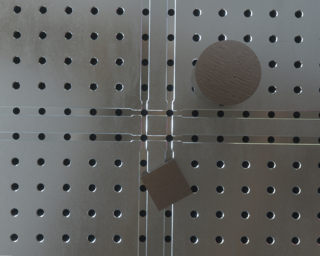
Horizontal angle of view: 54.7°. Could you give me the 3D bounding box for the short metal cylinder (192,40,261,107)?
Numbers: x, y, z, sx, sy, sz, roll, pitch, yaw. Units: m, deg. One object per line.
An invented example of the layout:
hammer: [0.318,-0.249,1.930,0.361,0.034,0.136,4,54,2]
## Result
short metal cylinder: [0.083,-0.067,0.401,0.081,0.050,0.080,0,90,0]

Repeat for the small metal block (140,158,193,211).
small metal block: [0.009,0.074,0.413,0.050,0.025,0.050,-29,90,0]
